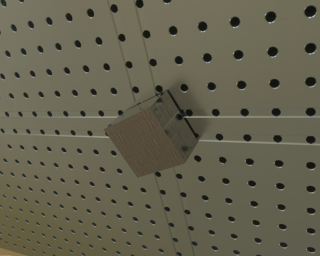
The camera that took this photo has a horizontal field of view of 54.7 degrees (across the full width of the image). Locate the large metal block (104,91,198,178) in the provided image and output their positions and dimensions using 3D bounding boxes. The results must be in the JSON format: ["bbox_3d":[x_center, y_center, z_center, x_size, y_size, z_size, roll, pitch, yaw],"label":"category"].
[{"bbox_3d":[-0.011,0.010,0.402,0.080,0.050,0.080,-23,107,36],"label":"large metal block"}]
